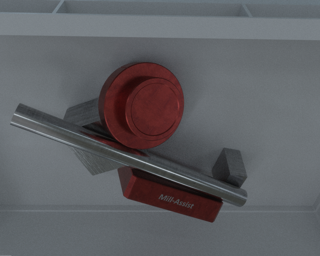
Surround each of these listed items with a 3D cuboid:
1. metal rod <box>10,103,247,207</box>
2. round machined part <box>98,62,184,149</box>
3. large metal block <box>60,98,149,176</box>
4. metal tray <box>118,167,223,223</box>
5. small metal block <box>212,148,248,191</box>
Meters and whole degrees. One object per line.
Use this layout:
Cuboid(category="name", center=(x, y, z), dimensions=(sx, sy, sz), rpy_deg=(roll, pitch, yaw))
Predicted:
Cuboid(category="metal rod", center=(-0.020, 0.040, 0.374), dimensions=(0.302, 0.025, 0.025), rpy_deg=(23, 126, -19))
Cuboid(category="round machined part", center=(-0.014, -0.023, 0.342), dimensions=(0.099, 0.042, 0.097), rpy_deg=(-7, 104, -28))
Cuboid(category="large metal block", center=(-0.067, 0.008, 0.396), dimensions=(0.080, 0.050, 0.080), rpy_deg=(-18, 128, 14))
Cuboid(category="metal tray", center=(0.011, 0.080, 0.428), dimensions=(0.131, 0.090, 0.030), rpy_deg=(20, 100, -18))
Cuboid(category="small metal block", center=(0.099, 0.066, 0.448), dimensions=(0.025, 0.050, 0.050), rpy_deg=(11, 129, -10))
